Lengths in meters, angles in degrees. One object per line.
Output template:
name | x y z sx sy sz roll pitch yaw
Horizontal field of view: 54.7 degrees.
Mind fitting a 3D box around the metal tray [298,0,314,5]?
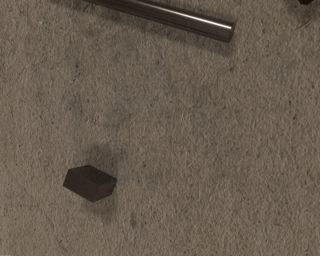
metal tray | 0.167 -0.219 0.348 0.090 0.030 0.130 -33 80 16

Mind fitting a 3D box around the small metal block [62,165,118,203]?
small metal block | -0.096 0.075 0.428 0.050 0.050 0.025 24 98 18

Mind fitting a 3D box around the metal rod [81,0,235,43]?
metal rod | -0.045 -0.170 0.423 0.301 0.025 0.025 22 97 18
